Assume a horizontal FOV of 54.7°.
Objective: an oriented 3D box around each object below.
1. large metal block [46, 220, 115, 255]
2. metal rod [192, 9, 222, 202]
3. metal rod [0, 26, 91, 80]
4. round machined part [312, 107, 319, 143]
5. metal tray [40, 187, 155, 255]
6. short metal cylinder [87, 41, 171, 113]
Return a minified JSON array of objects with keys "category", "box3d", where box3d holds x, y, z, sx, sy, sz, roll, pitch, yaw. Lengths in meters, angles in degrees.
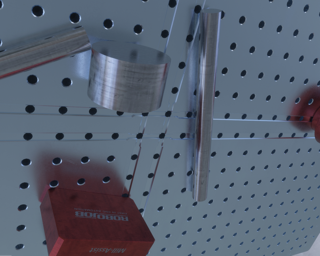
[{"category":"large metal block","box3d":[-0.103,0.179,0.451,0.080,0.050,0.080,-35,129,-6]},{"category":"metal rod","box3d":[0.063,-0.011,0.440,0.025,0.025,0.298,-15,125,-20]},{"category":"metal rod","box3d":[-0.209,-0.034,0.275,0.302,0.025,0.025,-23,127,-15]},{"category":"round machined part","box3d":[0.323,-0.013,0.572,0.099,0.042,0.097,-14,125,-21]},{"category":"metal tray","box3d":[-0.081,0.124,0.403,0.131,0.090,0.030,17,109,-35]},{"category":"short metal cylinder","box3d":[-0.033,-0.055,0.324,0.081,0.080,0.050,-2,120,-28]}]
